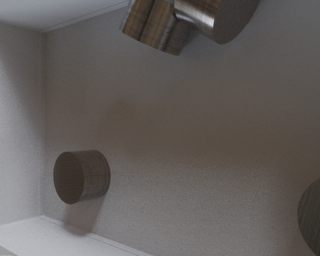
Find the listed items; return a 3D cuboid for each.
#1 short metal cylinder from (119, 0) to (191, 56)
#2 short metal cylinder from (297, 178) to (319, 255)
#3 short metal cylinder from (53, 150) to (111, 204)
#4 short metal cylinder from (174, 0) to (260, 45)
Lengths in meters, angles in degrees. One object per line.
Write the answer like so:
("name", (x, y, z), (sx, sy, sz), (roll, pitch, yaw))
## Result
("short metal cylinder", (-0.003, -0.127, 0.371), (0.080, 0.081, 0.050), (38, 113, 33))
("short metal cylinder", (0.163, 0.073, 0.256), (0.080, 0.050, 0.079), (0, 90, 39))
("short metal cylinder", (-0.124, 0.076, 0.490), (0.080, 0.050, 0.079), (0, 90, 39))
("short metal cylinder", (0.061, -0.133, 0.316), (0.050, 0.080, 0.080), (39, 114, 25))
